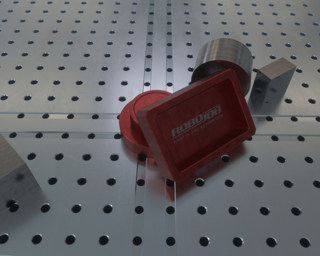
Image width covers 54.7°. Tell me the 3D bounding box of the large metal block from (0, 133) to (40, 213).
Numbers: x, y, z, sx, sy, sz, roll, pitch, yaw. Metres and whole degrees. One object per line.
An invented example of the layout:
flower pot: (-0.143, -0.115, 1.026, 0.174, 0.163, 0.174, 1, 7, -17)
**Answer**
large metal block: (-0.199, 0.052, 0.346, 0.080, 0.050, 0.080, -37, 59, -27)

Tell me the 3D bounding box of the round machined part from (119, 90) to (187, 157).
round machined part: (-0.005, -0.013, 0.407, 0.099, 0.042, 0.098, 0, 50, 0)

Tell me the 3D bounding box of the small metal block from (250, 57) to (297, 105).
small metal block: (0.163, -0.068, 0.450, 0.050, 0.050, 0.025, -27, 55, -21)

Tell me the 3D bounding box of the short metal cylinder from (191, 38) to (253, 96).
short metal cylinder: (0.089, -0.079, 0.439, 0.080, 0.080, 0.050, 11, 51, 9)

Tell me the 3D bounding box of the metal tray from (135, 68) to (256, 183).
metal tray: (0.047, -0.006, 0.372, 0.131, 0.090, 0.030, -28, 13, -22)
